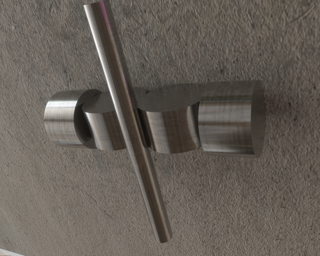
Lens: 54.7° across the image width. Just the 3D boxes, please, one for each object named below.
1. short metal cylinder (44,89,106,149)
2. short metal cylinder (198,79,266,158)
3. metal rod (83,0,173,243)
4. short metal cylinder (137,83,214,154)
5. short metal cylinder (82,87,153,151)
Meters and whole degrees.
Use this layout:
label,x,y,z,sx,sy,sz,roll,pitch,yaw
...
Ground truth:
label,x,y,z,sx,sy,sz,roll,pitch,yaw
short metal cylinder,-0.108,-0.012,0.422,0.050,0.080,0.080,1,119,28
short metal cylinder,0.078,-0.010,0.326,0.050,0.080,0.080,1,119,28
metal rod,-0.027,0.014,0.352,0.025,0.025,0.298,1,119,28
short metal cylinder,0.019,-0.013,0.354,0.080,0.080,0.050,1,119,28
short metal cylinder,-0.051,-0.014,0.391,0.080,0.080,0.050,1,119,28
